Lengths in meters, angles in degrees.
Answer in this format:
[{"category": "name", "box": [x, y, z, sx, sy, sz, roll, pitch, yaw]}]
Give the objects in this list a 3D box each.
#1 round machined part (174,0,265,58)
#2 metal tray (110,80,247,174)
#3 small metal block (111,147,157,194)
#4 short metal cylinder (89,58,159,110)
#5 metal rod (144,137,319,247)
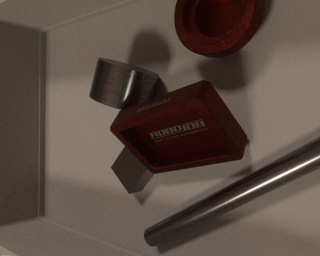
[{"category": "round machined part", "box": [0.067, -0.126, 0.339, 0.098, 0.042, 0.097, 0, 90, 39]}, {"category": "metal tray", "box": [0.018, 0.006, 0.350, 0.130, 0.090, 0.030, -16, 36, 38]}, {"category": "small metal block", "box": [-0.036, 0.055, 0.434, 0.050, 0.025, 0.050, 49, 119, 28]}, {"category": "short metal cylinder", "box": [-0.047, -0.057, 0.408, 0.080, 0.081, 0.050, 27, 107, 36]}, {"category": "metal rod", "box": [0.087, 0.069, 0.333, 0.299, 0.025, 0.025, -38, 67, 33]}]
